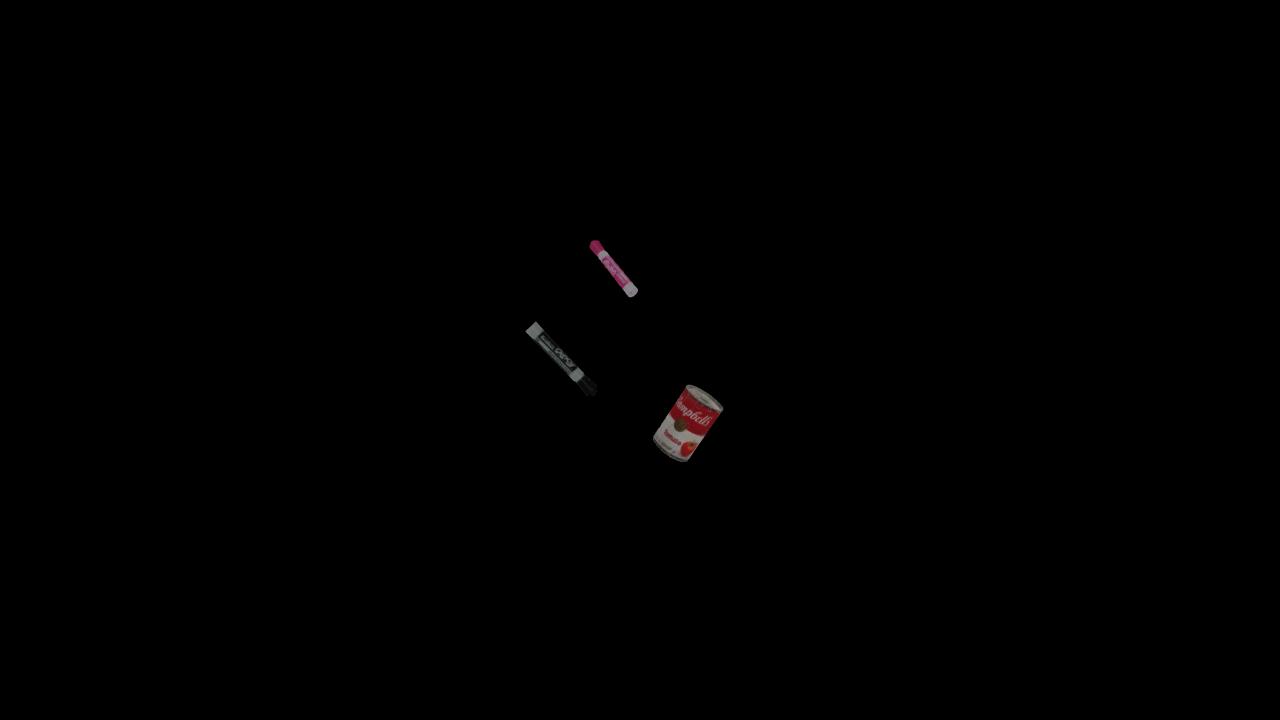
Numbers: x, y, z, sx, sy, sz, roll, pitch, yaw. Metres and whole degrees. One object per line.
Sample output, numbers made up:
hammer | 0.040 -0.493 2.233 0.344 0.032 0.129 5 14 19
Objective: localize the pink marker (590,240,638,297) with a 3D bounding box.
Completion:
pink marker | -0.044 -0.148 0.979 0.020 0.121 0.020 -31 -24 -15

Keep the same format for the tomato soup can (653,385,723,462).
tomato soup can | 0.073 0.098 0.947 0.068 0.101 0.068 30 15 -9

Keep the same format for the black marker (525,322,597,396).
black marker | -0.099 0.001 0.793 0.020 0.121 0.020 -42 9 8
